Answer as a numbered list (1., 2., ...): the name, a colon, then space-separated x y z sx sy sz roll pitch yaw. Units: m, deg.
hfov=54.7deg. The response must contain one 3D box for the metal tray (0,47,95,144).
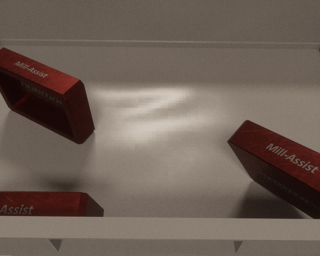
1. metal tray: -0.150 -0.040 0.394 0.130 0.089 0.030 24 54 18

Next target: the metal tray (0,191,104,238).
1. metal tray: -0.125 0.083 0.288 0.131 0.090 0.030 1 66 0

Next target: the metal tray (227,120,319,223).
1. metal tray: 0.134 0.050 0.295 0.030 0.090 0.130 -48 42 -7
